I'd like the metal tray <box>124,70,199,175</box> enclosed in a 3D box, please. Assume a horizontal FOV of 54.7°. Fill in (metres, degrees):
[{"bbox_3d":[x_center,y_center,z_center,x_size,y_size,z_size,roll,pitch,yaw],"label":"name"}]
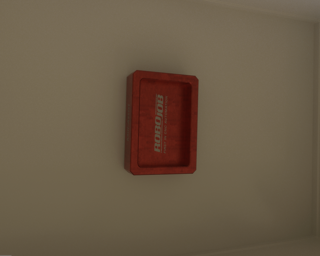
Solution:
[{"bbox_3d":[0.002,-0.006,0.406,0.091,0.030,0.129,2,89,-21],"label":"metal tray"}]
